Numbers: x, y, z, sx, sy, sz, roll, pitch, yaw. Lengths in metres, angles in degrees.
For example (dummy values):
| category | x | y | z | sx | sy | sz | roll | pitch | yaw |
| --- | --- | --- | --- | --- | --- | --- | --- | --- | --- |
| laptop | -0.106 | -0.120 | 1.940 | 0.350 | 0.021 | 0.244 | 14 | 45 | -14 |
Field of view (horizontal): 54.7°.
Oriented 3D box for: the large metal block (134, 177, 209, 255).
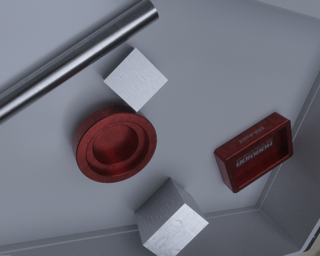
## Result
| category | x | y | z | sx | sy | sz | roll | pitch | yaw |
| --- | --- | --- | --- | --- | --- | --- | --- | --- | --- |
| large metal block | 0.013 | 0.132 | 0.456 | 0.080 | 0.080 | 0.050 | -46 | 111 | 3 |

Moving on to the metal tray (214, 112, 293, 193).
| category | x | y | z | sx | sy | sz | roll | pitch | yaw |
| --- | --- | --- | --- | --- | --- | --- | --- | --- | --- |
| metal tray | 0.161 | 0.043 | 0.522 | 0.131 | 0.030 | 0.090 | -31 | 129 | -9 |

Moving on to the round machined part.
| category | x | y | z | sx | sy | sz | roll | pitch | yaw |
| --- | --- | --- | --- | --- | --- | --- | --- | --- | --- |
| round machined part | -0.057 | 0.016 | 0.378 | 0.099 | 0.042 | 0.097 | -14 | 125 | -21 |

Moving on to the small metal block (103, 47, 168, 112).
| category | x | y | z | sx | sy | sz | roll | pitch | yaw |
| --- | --- | --- | --- | --- | --- | --- | --- | --- | --- |
| small metal block | -0.028 | -0.055 | 0.350 | 0.050 | 0.025 | 0.050 | -46 | 109 | 3 |

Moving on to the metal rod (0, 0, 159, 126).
| category | x | y | z | sx | sy | sz | roll | pitch | yaw |
| --- | --- | --- | --- | --- | --- | --- | --- | --- | --- |
| metal rod | -0.131 | -0.039 | 0.313 | 0.301 | 0.025 | 0.025 | -35 | 129 | -5 |
